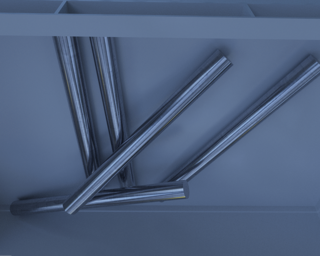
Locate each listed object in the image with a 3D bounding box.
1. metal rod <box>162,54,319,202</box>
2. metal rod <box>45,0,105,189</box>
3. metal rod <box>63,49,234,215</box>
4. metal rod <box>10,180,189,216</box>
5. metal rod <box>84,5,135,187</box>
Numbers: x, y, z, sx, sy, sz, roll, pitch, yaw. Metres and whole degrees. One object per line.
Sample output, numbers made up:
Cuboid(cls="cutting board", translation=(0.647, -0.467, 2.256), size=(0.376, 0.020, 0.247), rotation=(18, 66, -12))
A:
Cuboid(cls="metal rod", translation=(0.088, 0.018, 0.424), size=(0.025, 0.025, 0.299), rotation=(30, 124, -23))
Cuboid(cls="metal rod", translation=(-0.100, -0.008, 0.401), size=(0.025, 0.025, 0.298), rotation=(0, 130, 0))
Cuboid(cls="metal rod", translation=(-0.028, 0.018, 0.396), size=(0.025, 0.025, 0.299), rotation=(36, 113, -26))
Cuboid(cls="metal rod", translation=(-0.103, 0.108, 0.465), size=(0.301, 0.025, 0.025), rotation=(-11, 130, 21))
Cuboid(cls="metal rod", translation=(-0.056, -0.004, 0.404), size=(0.025, 0.025, 0.298), rotation=(-2, 130, 1))
